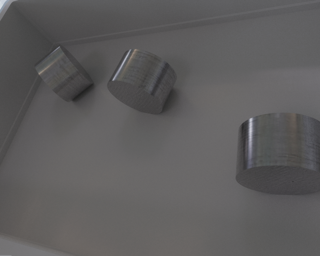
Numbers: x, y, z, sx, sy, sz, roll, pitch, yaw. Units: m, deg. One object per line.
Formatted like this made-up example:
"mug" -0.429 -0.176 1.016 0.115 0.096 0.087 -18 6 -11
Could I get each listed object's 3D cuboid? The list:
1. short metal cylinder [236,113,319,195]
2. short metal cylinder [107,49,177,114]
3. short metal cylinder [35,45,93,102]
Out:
"short metal cylinder" 0.114 0.027 0.294 0.080 0.080 0.050 -4 60 26
"short metal cylinder" -0.024 -0.061 0.421 0.080 0.080 0.050 12 68 33
"short metal cylinder" -0.155 -0.089 0.507 0.050 0.080 0.080 -39 51 2
